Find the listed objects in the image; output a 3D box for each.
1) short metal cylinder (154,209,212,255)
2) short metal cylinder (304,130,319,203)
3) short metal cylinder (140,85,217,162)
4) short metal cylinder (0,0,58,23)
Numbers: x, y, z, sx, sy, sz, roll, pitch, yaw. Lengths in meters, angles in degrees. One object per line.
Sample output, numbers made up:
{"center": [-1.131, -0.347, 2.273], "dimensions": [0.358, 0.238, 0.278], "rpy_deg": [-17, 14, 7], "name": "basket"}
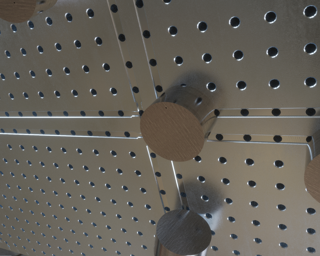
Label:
{"center": [0.033, 0.169, 0.462], "dimensions": [0.080, 0.080, 0.050], "rpy_deg": [18, 125, 17], "name": "short metal cylinder"}
{"center": [0.193, 0.040, 0.318], "dimensions": [0.080, 0.050, 0.079], "rpy_deg": [13, 124, 20], "name": "short metal cylinder"}
{"center": [0.023, -0.006, 0.378], "dimensions": [0.080, 0.050, 0.079], "rpy_deg": [13, 124, 20], "name": "short metal cylinder"}
{"center": [-0.168, -0.172, 0.367], "dimensions": [0.080, 0.050, 0.079], "rpy_deg": [10, 129, 13], "name": "short metal cylinder"}
